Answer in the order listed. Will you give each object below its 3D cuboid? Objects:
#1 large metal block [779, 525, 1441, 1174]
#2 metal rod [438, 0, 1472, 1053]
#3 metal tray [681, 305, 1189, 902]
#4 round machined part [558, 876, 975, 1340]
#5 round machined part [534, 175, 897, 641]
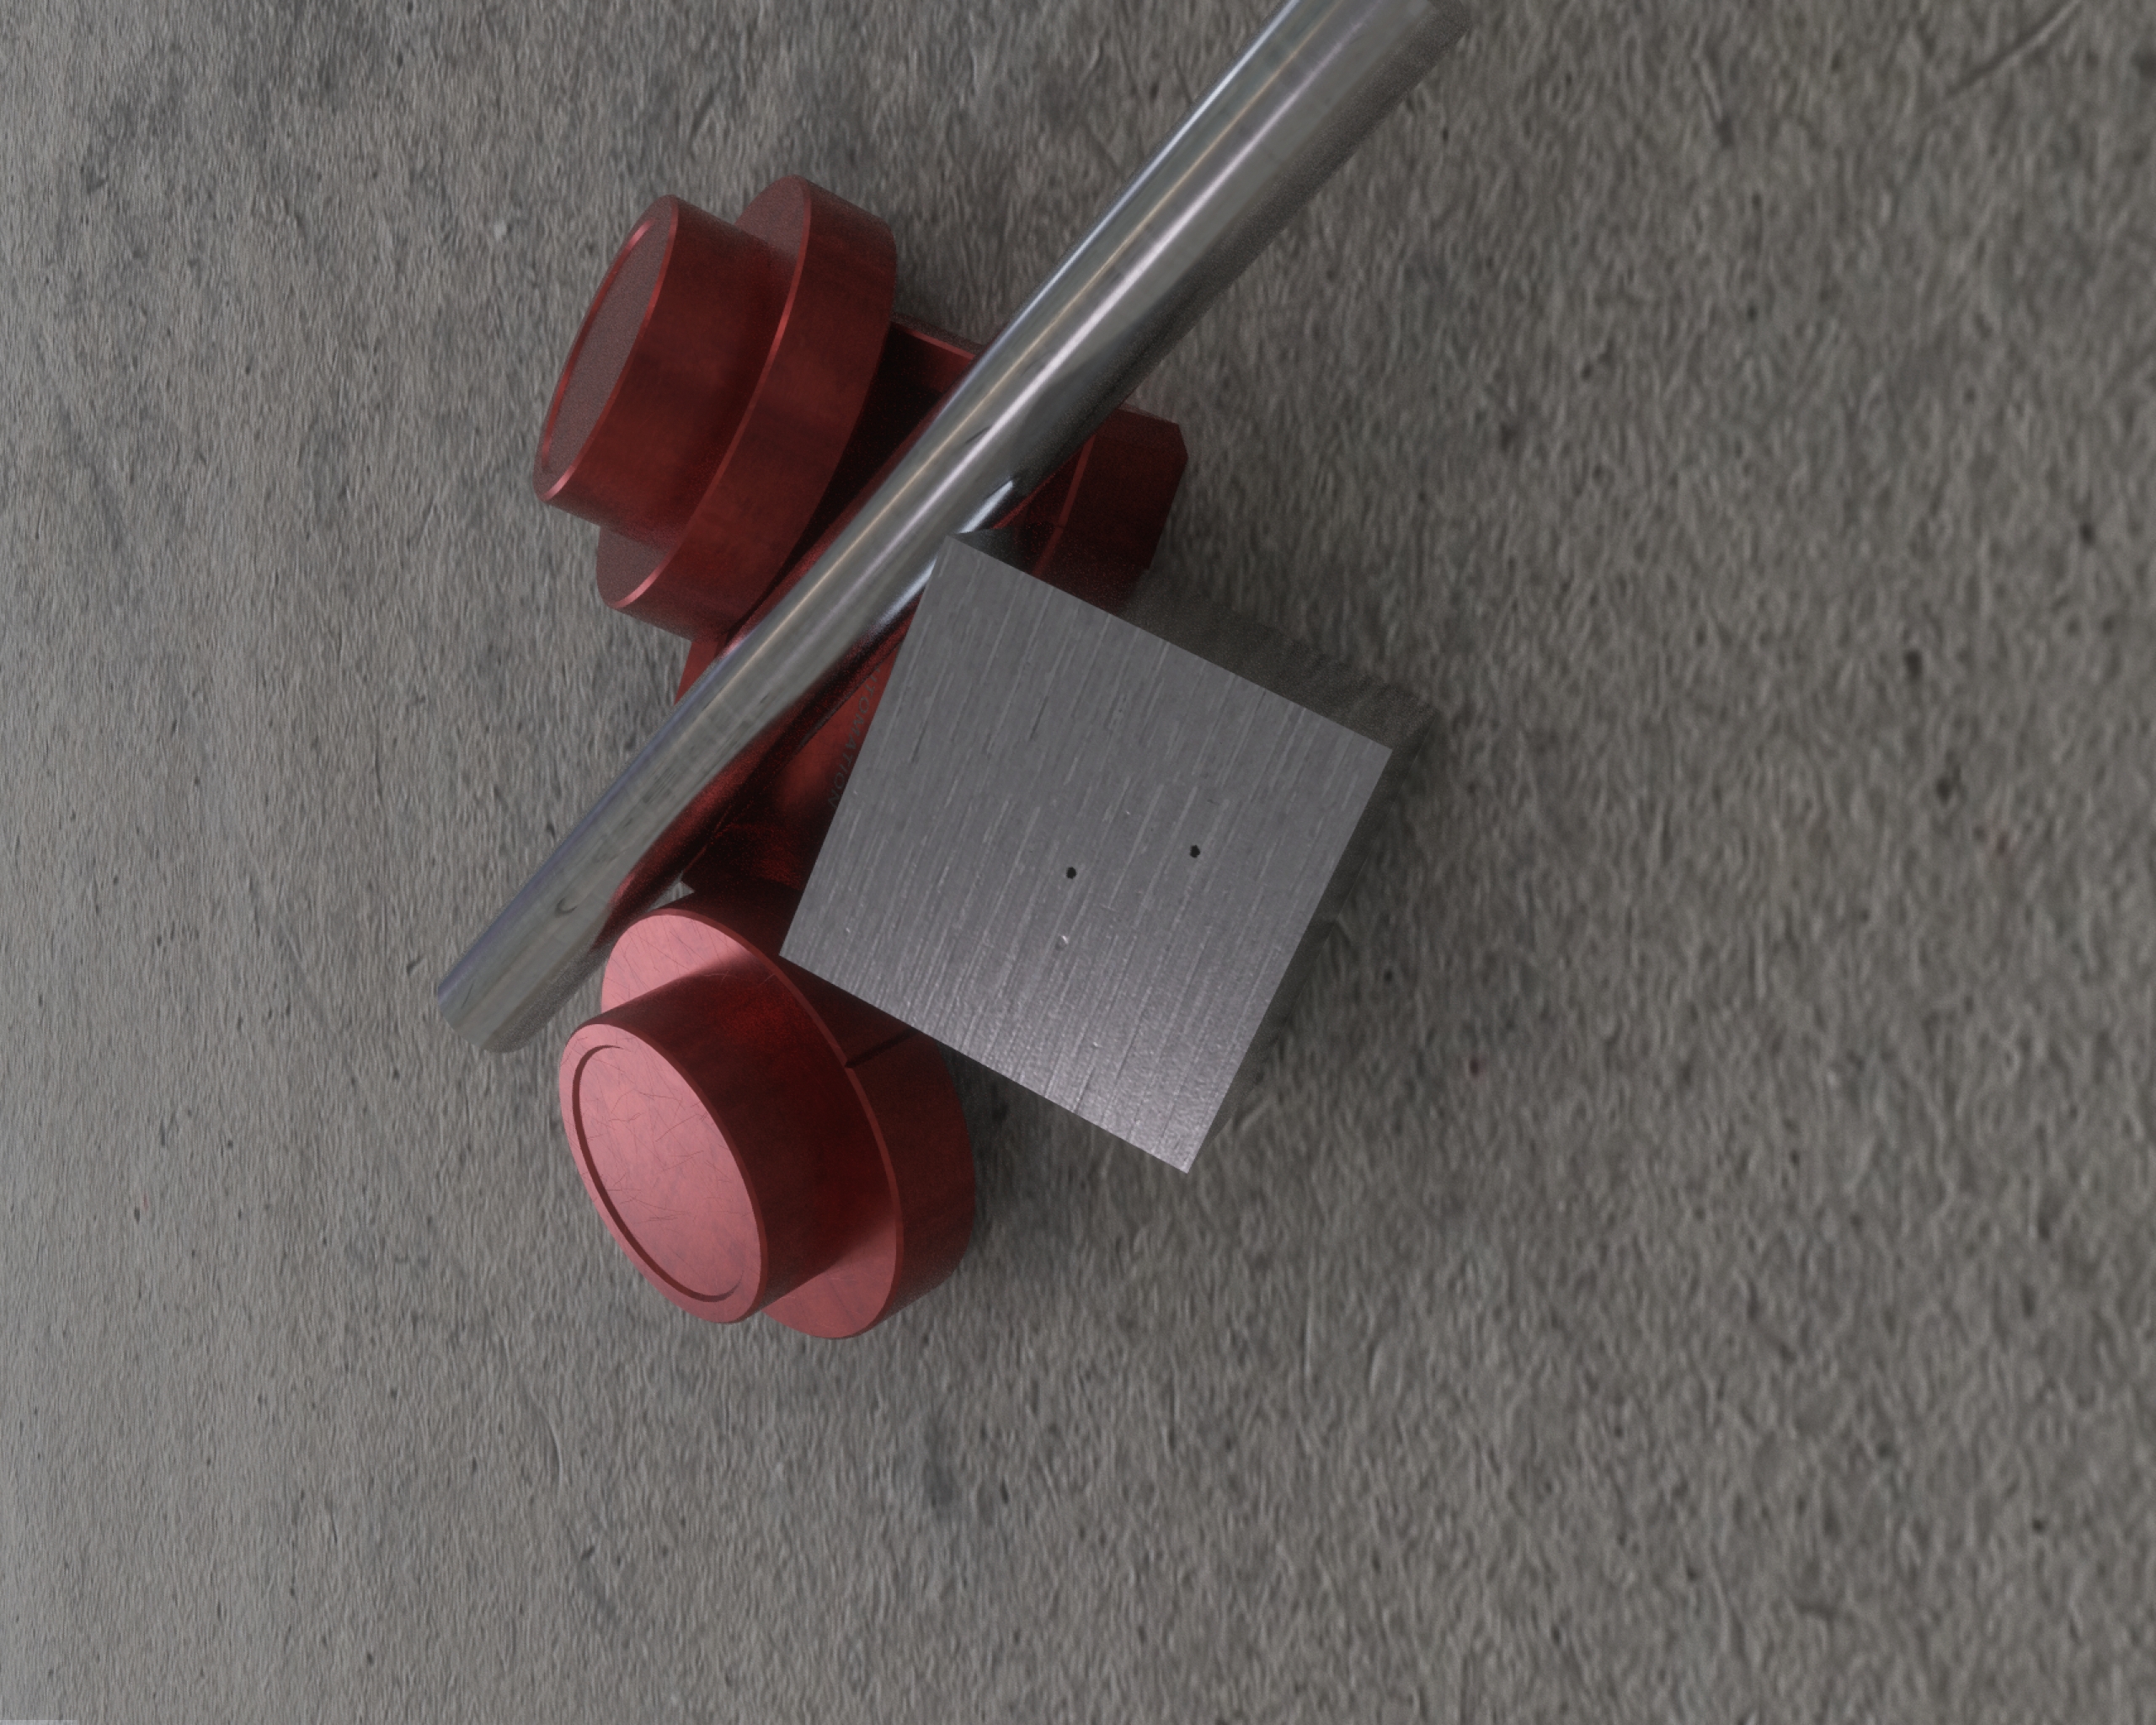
[{"bbox_3d":[0.006,-0.006,0.366,0.080,0.050,0.079,27,108,11],"label":"large metal block"},{"bbox_3d":[-0.042,-0.053,0.402,0.299,0.025,0.025,-42,65,31],"label":"metal rod"},{"bbox_3d":[-0.038,-0.043,0.435,0.090,0.030,0.129,31,109,35],"label":"metal tray"},{"bbox_3d":[-0.070,0.055,0.431,0.098,0.042,0.097,24,127,37],"label":"round machined part"},{"bbox_3d":[-0.080,-0.099,0.435,0.098,0.042,0.098,-41,37,42],"label":"round machined part"}]
